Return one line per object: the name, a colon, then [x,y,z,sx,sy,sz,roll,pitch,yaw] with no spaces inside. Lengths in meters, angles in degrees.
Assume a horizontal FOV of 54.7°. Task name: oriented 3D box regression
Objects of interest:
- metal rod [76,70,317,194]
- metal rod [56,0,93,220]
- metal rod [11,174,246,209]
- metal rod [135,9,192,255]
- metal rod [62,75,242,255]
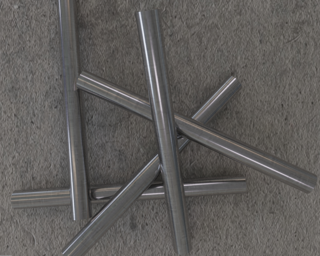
metal rod: [0.040,0.003,0.372,0.301,0.025,0.025,25,90,4]
metal rod: [-0.110,-0.037,0.395,0.025,0.025,0.298,-6,85,0]
metal rod: [-0.040,0.084,0.409,0.302,0.025,0.025,-4,90,0]
metal rod: [0.009,0.022,0.359,0.025,0.025,0.298,-9,111,0]
metal rod: [-0.004,0.046,0.390,0.025,0.025,0.300,44,82,0]
